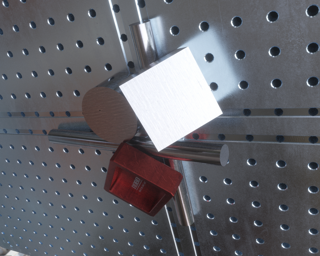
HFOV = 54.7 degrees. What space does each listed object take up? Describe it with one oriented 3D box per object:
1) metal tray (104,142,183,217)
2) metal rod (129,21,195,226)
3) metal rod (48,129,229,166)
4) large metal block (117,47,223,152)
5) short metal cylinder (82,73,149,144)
[{"bbox_3d":[-0.029,0.078,0.438,0.090,0.030,0.129,29,149,2],"label":"metal tray"},{"bbox_3d":[0.009,0.012,0.414,0.025,0.025,0.298,1,119,28],"label":"metal rod"},{"bbox_3d":[-0.052,0.022,0.431,0.300,0.025,0.025,4,121,34],"label":"metal rod"},{"bbox_3d":[0.009,-0.033,0.344,0.080,0.050,0.080,-31,105,-3],"label":"large metal block"},{"bbox_3d":[-0.054,-0.026,0.407,0.080,0.050,0.079,13,124,21],"label":"short metal cylinder"}]
